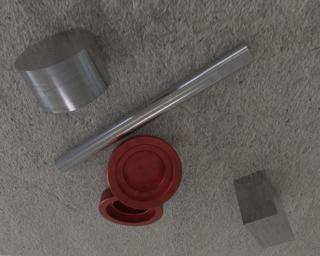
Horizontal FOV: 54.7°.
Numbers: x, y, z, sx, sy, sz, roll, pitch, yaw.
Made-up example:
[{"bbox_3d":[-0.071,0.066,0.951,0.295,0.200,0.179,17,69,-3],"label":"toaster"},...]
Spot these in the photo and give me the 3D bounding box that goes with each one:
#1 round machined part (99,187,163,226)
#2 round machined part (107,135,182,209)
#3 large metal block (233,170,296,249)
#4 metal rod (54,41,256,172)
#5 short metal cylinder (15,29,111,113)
[{"bbox_3d":[-0.043,0.113,0.487,0.099,0.042,0.097,1,137,1],"label":"round machined part"},{"bbox_3d":[-0.022,0.057,0.424,0.099,0.042,0.097,-1,95,-9],"label":"round machined part"},{"bbox_3d":[0.160,0.126,0.480,0.050,0.080,0.080,-26,126,20],"label":"large metal block"},{"bbox_3d":[-0.023,-0.015,0.393,0.300,0.025,0.025,-30,124,22],"label":"metal rod"},{"bbox_3d":[-0.097,-0.060,0.319,0.080,0.080,0.050,-12,129,9],"label":"short metal cylinder"}]
